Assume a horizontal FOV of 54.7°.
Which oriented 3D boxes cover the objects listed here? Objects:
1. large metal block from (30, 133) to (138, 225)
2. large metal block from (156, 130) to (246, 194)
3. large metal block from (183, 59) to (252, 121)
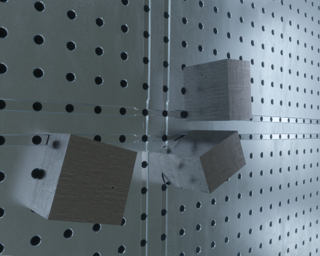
[{"bbox_3d":[-0.079,0.054,0.328,0.080,0.050,0.080,20,78,-39],"label":"large metal block"},{"bbox_3d":[0.056,0.041,0.423,0.081,0.080,0.050,-28,108,-37],"label":"large metal block"},{"bbox_3d":[0.081,-0.051,0.444,0.050,0.080,0.079,-6,94,-40],"label":"large metal block"}]
